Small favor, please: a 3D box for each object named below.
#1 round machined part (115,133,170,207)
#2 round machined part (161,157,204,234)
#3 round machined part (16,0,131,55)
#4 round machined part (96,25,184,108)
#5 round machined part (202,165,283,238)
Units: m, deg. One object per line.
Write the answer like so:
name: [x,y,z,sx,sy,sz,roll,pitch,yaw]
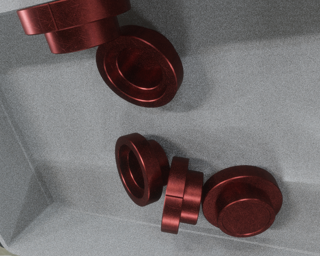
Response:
round machined part: [-0.021,0.053,0.423,0.098,0.042,0.097,35,133,49]
round machined part: [0.031,0.088,0.402,0.042,0.098,0.097,9,124,5]
round machined part: [-0.074,-0.099,0.286,0.098,0.098,0.042,1,119,27]
round machined part: [-0.019,-0.073,0.352,0.098,0.042,0.097,18,142,15]
round machined part: [0.101,0.096,0.381,0.099,0.042,0.097,0,123,0]
